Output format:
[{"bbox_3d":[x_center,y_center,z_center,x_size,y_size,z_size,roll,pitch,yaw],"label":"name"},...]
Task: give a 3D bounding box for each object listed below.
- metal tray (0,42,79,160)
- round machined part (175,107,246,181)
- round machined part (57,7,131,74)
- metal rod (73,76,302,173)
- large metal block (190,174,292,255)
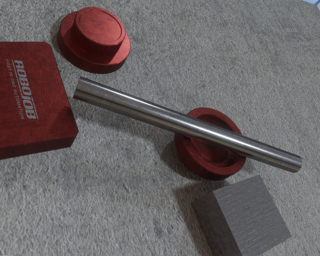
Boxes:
[{"bbox_3d":[-0.153,-0.035,0.340,0.091,0.030,0.130,-10,67,-33],"label":"metal tray"},{"bbox_3d":[0.063,0.024,0.414,0.099,0.042,0.098,14,56,-21],"label":"round machined part"},{"bbox_3d":[-0.086,-0.126,0.424,0.099,0.042,0.098,14,56,-21],"label":"round machined part"},{"bbox_3d":[0.047,0.003,0.375,0.302,0.025,0.025,19,54,-18],"label":"metal rod"},{"bbox_3d":[0.097,0.111,0.374,0.081,0.050,0.080,-10,67,-33],"label":"large metal block"}]
